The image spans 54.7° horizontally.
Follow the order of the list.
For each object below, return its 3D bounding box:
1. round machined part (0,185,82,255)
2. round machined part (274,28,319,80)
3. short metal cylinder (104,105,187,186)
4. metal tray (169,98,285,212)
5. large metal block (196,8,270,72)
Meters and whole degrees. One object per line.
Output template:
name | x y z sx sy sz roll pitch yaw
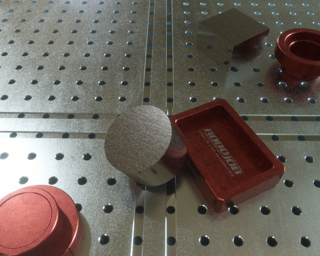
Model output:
round machined part | -0.132 0.100 0.312 0.099 0.042 0.098 0 50 0
round machined part | 0.232 -0.114 0.494 0.099 0.042 0.098 0 50 0
short metal cylinder | -0.015 0.021 0.355 0.080 0.050 0.080 -11 60 19
metal tray | 0.074 0.027 0.382 0.091 0.030 0.130 -21 53 -17
large metal block | 0.119 -0.149 0.517 0.081 0.050 0.080 -29 56 -23
